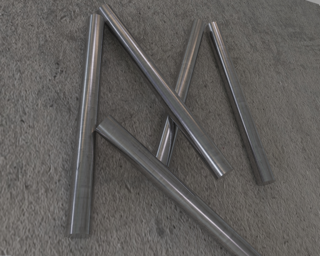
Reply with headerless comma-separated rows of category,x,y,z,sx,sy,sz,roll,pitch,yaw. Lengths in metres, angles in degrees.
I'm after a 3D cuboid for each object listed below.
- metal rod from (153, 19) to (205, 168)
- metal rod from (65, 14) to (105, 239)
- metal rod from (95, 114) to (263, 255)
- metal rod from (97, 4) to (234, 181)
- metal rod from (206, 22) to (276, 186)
metal rod,0.034,-0.068,0.462,0.025,0.025,0.300,26,53,-12
metal rod,-0.085,-0.025,0.373,0.025,0.025,0.299,11,57,-23
metal rod,0.045,0.096,0.356,0.300,0.025,0.025,43,51,-4
metal rod,-0.004,-0.061,0.413,0.025,0.025,0.299,-19,64,-35
metal rod,0.123,-0.054,0.502,0.025,0.025,0.299,3,61,-27
